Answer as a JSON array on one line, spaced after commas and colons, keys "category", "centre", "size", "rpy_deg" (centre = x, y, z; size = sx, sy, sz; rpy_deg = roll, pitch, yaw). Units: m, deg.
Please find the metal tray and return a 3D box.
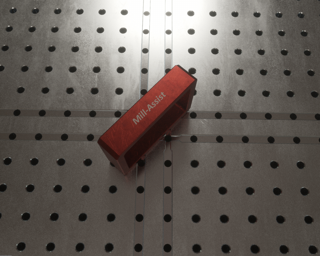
[{"category": "metal tray", "centre": [-0.012, -0.007, 0.379], "size": [0.030, 0.090, 0.130], "rpy_deg": [41, 75, 13]}]
